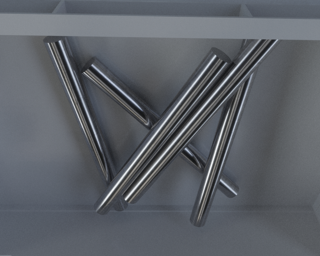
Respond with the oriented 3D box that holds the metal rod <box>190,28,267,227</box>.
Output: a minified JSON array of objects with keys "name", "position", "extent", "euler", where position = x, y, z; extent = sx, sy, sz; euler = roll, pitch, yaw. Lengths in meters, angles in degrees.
[{"name":"metal rod","position":[0.081,0.022,0.405],"extent":[0.025,0.025,0.298],"euler":[6,123,-6]}]

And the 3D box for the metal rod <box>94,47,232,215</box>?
[{"name":"metal rod","position":[-0.014,0.025,0.395],"extent":[0.025,0.025,0.298],"euler":[24,126,-20]}]

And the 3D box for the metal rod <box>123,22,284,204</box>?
[{"name":"metal rod","position":[0.033,0.004,0.378],"extent":[0.025,0.025,0.298],"euler":[24,126,-20]}]

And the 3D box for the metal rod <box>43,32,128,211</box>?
[{"name":"metal rod","position":[-0.088,0.017,0.422],"extent":[0.025,0.025,0.298],"euler":[-7,130,5]}]

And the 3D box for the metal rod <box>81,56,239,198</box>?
[{"name":"metal rod","position":[0.018,0.015,0.422],"extent":[0.025,0.025,0.300],"euler":[-34,123,25]}]
